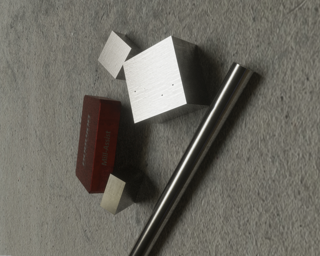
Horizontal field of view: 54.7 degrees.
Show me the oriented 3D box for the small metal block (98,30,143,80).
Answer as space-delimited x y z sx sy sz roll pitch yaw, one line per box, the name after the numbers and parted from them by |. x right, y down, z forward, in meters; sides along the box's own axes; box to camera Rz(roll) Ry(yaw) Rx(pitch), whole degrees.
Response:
-0.058 -0.105 0.450 0.050 0.025 0.050 47 118 29 | small metal block

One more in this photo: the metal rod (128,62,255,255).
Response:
0.027 0.060 0.380 0.025 0.025 0.298 40 114 32 | metal rod

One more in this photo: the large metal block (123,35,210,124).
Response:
0.007 -0.054 0.381 0.080 0.050 0.080 -19 78 38 | large metal block

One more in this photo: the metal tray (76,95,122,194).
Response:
-0.093 0.020 0.454 0.090 0.030 0.129 20 103 61 | metal tray

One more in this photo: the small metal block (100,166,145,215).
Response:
-0.051 0.084 0.425 0.025 0.050 0.050 26 107 22 | small metal block
